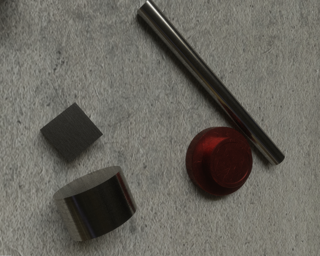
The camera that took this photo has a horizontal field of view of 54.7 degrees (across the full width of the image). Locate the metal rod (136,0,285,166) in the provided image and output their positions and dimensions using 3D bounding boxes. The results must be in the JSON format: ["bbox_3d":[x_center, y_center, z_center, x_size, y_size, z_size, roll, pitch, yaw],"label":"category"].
[{"bbox_3d":[0.080,-0.055,0.439,0.300,0.025,0.025,46,76,-15],"label":"metal rod"}]

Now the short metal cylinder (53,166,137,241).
[{"bbox_3d":[-0.073,0.083,0.354,0.081,0.080,0.050,-24,98,-19],"label":"short metal cylinder"}]

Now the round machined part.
[{"bbox_3d":[0.089,0.047,0.435,0.099,0.042,0.097,0,90,-21],"label":"round machined part"}]

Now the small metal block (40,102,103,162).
[{"bbox_3d":[-0.106,0.005,0.370,0.050,0.025,0.050,-42,104,-15],"label":"small metal block"}]
